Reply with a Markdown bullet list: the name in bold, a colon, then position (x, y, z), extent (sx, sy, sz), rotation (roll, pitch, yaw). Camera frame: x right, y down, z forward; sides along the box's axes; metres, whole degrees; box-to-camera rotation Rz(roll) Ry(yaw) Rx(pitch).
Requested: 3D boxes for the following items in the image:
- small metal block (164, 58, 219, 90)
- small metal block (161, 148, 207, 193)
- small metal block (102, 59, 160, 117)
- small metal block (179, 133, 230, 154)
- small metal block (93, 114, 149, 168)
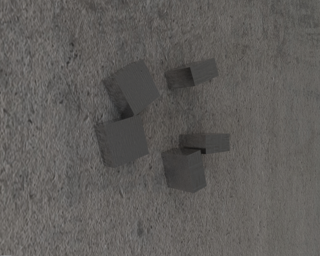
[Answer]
- **small metal block**: position (0.043, -0.074, 0.424), extent (0.050, 0.050, 0.025), rotation (-28, 108, -37)
- **small metal block**: position (0.031, 0.055, 0.415), extent (0.025, 0.050, 0.050), rotation (-18, 102, -39)
- **small metal block**: position (-0.033, -0.048, 0.373), extent (0.050, 0.025, 0.050), rotation (-43, 116, -37)
- **small metal block**: position (0.063, 0.021, 0.441), extent (0.050, 0.050, 0.025), rotation (-3, 92, -40)
- **small metal block**: position (-0.045, 0.014, 0.367), extent (0.050, 0.025, 0.050), rotation (-20, 103, -38)
